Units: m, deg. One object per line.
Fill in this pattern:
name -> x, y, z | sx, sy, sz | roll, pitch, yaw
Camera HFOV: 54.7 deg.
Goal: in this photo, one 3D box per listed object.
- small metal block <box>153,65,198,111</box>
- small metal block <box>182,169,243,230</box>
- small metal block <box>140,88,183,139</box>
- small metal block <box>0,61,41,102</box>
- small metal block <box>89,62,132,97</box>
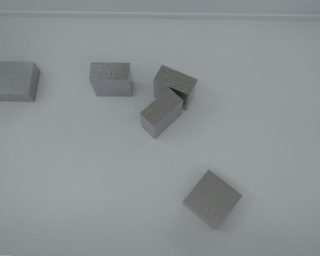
small metal block -> 0.020, -0.053, 0.416 | 0.050, 0.050, 0.025 | 24, 72, 8
small metal block -> 0.063, 0.088, 0.378 | 0.050, 0.025, 0.050 | 38, 74, 12
small metal block -> 0.002, -0.018, 0.403 | 0.050, 0.050, 0.025 | -43, 76, -14
small metal block -> -0.200, -0.064, 0.432 | 0.050, 0.025, 0.050 | 2, 70, 0
small metal block -> -0.064, -0.064, 0.419 | 0.050, 0.050, 0.025 | 1, 70, 0
